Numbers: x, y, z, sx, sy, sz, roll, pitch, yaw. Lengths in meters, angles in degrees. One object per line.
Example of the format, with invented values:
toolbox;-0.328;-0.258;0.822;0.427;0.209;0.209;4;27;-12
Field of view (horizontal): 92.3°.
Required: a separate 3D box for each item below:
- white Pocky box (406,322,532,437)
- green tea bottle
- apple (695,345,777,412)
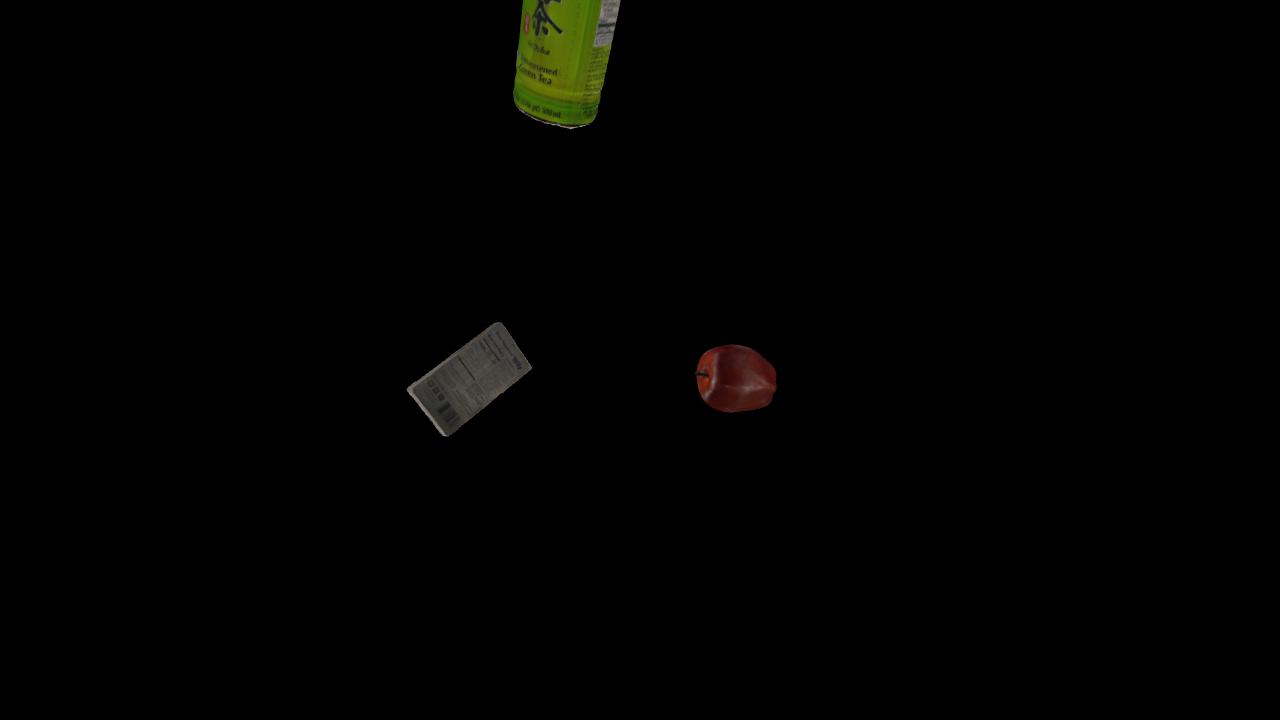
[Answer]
white Pocky box;-0.228;0.024;0.836;0.154;0.084;0.028;-43;24;-29
green tea bottle;-0.044;-0.281;0.439;0.073;0.212;0.073;12;37;-10
apple;0.107;0.021;0.697;0.093;0.079;0.079;9;-2;-15
